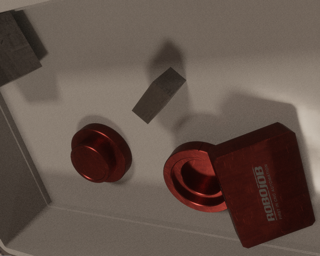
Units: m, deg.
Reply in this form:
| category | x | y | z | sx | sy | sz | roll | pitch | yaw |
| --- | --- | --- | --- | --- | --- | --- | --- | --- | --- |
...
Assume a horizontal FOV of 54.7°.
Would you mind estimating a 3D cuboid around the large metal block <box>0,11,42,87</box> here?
| category | x | y | z | sx | sy | sz | roll | pitch | yaw |
| --- | --- | --- | --- | --- | --- | --- | --- | --- | --- |
| large metal block | -0.224 | -0.104 | 0.432 | 0.080 | 0.050 | 0.080 | -7 | 116 | 46 |

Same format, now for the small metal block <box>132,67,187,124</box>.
| category | x | y | z | sx | sy | sz | roll | pitch | yaw |
| --- | --- | --- | --- | --- | --- | --- | --- | --- | --- |
| small metal block | -0.001 | -0.039 | 0.368 | 0.025 | 0.050 | 0.050 | 41 | 129 | 0 |

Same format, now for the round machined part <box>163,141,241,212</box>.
| category | x | y | z | sx | sy | sz | roll | pitch | yaw |
| --- | --- | --- | --- | --- | --- | --- | --- | --- | --- |
| round machined part | 0.058 | 0.058 | 0.402 | 0.098 | 0.042 | 0.097 | 13 | 124 | 20 |

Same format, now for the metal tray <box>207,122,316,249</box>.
| category | x | y | z | sx | sy | sz | roll | pitch | yaw |
| --- | --- | --- | --- | --- | --- | --- | --- | --- | --- |
| metal tray | 0.118 | 0.068 | 0.357 | 0.090 | 0.030 | 0.129 | -21 | 111 | 2 |

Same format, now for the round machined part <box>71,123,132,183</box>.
| category | x | y | z | sx | sy | sz | roll | pitch | yaw |
| --- | --- | --- | --- | --- | --- | --- | --- | --- | --- |
| round machined part | -0.096 | 0.045 | 0.474 | 0.098 | 0.042 | 0.097 | 13 | 124 | 20 |
